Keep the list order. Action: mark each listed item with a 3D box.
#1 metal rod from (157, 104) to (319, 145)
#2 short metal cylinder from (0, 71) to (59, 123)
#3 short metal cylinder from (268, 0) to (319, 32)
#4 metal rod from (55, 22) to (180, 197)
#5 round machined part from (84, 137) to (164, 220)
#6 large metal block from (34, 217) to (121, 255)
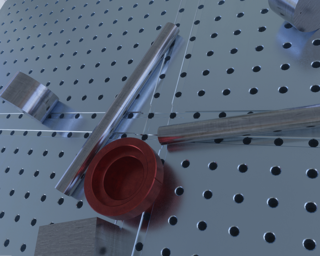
[{"bbox_3d":[0.139,-0.009,0.340,0.300,0.025,0.025,-8,58,24],"label":"metal rod"},{"bbox_3d":[-0.219,-0.050,0.519,0.080,0.080,0.050,21,73,36],"label":"short metal cylinder"},{"bbox_3d":[0.182,-0.166,0.379,0.080,0.080,0.050,-34,51,6],"label":"short metal cylinder"},{"bbox_3d":[-0.057,-0.036,0.460,0.025,0.025,0.300,22,73,36],"label":"metal rod"},{"bbox_3d":[-0.040,0.064,0.379,0.098,0.042,0.098,-13,56,21],"label":"round machined part"},{"bbox_3d":[-0.094,0.152,0.349,0.080,0.050,0.080,-14,56,20],"label":"large metal block"}]
